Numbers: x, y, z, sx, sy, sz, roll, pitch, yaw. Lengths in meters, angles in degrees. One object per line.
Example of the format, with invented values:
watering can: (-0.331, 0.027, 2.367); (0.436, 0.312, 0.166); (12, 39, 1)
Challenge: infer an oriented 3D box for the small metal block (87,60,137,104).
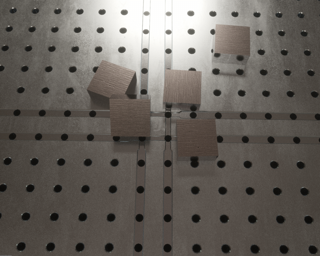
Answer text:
small metal block: (-0.066, -0.061, 0.433); (0.050, 0.025, 0.050); (20, 71, 7)

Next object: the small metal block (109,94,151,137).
small metal block: (-0.038, -0.017, 0.404); (0.050, 0.025, 0.050); (1, 109, 0)

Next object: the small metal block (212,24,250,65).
small metal block: (0.105, -0.123, 0.458); (0.050, 0.025, 0.050); (5, 70, 1)

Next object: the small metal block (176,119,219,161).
small metal block: (0.047, 0.016, 0.406); (0.050, 0.025, 0.050); (-1, 70, -1)

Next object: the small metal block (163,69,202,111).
small metal block: (0.031, -0.052, 0.431); (0.050, 0.025, 0.050); (4, 70, 1)
